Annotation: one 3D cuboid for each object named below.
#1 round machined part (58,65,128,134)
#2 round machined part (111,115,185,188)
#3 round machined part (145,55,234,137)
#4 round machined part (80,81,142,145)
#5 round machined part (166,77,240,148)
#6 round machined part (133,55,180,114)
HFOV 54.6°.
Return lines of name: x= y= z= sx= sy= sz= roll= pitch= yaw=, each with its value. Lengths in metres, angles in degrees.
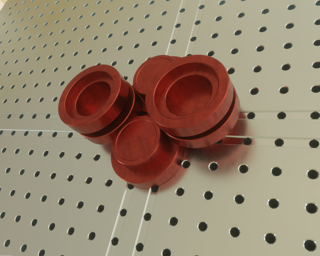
round machined part: x=-0.086 y=-0.035 z=0.423 sx=0.098 sy=0.042 sz=0.098 roll=-13 pitch=56 yaw=21
round machined part: x=-0.021 y=0.023 z=0.394 sx=0.098 sy=0.042 sz=0.098 roll=-13 pitch=56 yaw=21
round machined part: x=0.036 y=-0.033 z=0.357 sx=0.098 sy=0.042 sz=0.098 roll=-13 pitch=56 yaw=21
round machined part: x=-0.070 y=-0.020 z=0.447 sx=0.098 sy=0.042 sz=0.098 roll=-13 pitch=56 yaw=21
round machined part: x=0.050 y=-0.019 z=0.383 sx=0.098 sy=0.042 sz=0.098 roll=-13 pitch=56 yaw=21
round machined part: x=0.002 y=-0.063 z=0.436 sx=0.098 sy=0.042 sz=0.098 roll=-13 pitch=56 yaw=21
